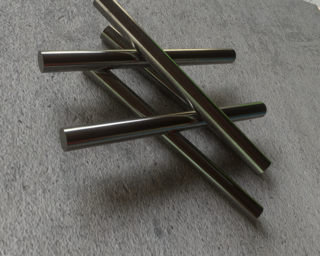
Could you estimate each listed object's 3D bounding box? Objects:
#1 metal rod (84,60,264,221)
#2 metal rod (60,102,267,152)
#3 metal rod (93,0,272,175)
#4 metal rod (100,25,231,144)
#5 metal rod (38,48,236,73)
[{"bbox_3d":[0.015,0.012,0.406,0.300,0.025,0.025,42,51,0],"label":"metal rod"},{"bbox_3d":[0.028,-0.008,0.395,0.303,0.025,0.025,-9,67,-32],"label":"metal rod"},{"bbox_3d":[0.025,-0.059,0.393,0.300,0.025,0.025,47,51,4],"label":"metal rod"},{"bbox_3d":[0.036,-0.043,0.452,0.300,0.025,0.025,40,51,-1],"label":"metal rod"},{"bbox_3d":[-0.009,-0.097,0.429,0.303,0.025,0.025,-10,67,-33],"label":"metal rod"}]
